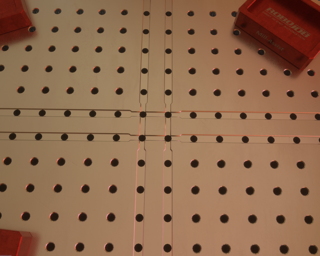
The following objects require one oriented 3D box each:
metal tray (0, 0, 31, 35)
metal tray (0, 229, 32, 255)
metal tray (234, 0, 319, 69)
[{"bbox_3d":[-0.264,-0.205,0.480,0.091,0.030,0.130,-20,71,-8],"label":"metal tray"},{"bbox_3d":[-0.224,0.157,0.349,0.131,0.030,0.090,6,70,2],"label":"metal tray"},{"bbox_3d":[0.193,-0.161,0.470,0.130,0.030,0.090,40,74,13],"label":"metal tray"}]
